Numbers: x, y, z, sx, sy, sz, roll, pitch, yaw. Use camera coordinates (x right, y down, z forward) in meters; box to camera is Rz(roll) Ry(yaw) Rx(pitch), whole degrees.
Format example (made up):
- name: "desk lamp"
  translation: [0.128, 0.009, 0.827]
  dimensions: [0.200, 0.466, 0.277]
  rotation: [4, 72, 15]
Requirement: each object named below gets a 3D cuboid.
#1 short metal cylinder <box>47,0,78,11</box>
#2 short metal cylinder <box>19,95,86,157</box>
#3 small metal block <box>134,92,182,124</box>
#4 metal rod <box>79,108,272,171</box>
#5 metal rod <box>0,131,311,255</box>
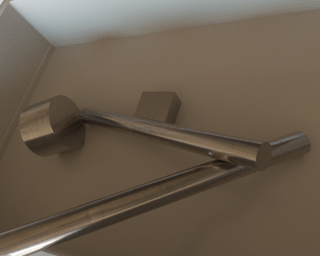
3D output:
- name: "short metal cylinder"
  translation: [-0.222, -0.313, 0.698]
  dimensions: [0.080, 0.050, 0.080]
  rotation: [-13, 56, 20]
- name: "short metal cylinder"
  translation: [-0.154, -0.002, 0.450]
  dimensions: [0.050, 0.080, 0.080]
  rotation: [-16, 55, 19]
- name: "small metal block"
  translation: [-0.004, -0.022, 0.420]
  dimensions: [0.050, 0.025, 0.050]
  rotation: [4, 64, 29]
- name: "metal rod"
  translation: [-0.013, 0.002, 0.366]
  dimensions: [0.300, 0.025, 0.025]
  rotation: [12, 67, 47]
- name: "metal rod"
  translation: [0.007, 0.057, 0.284]
  dimensions: [0.302, 0.025, 0.025]
  rotation: [-17, 51, -14]
